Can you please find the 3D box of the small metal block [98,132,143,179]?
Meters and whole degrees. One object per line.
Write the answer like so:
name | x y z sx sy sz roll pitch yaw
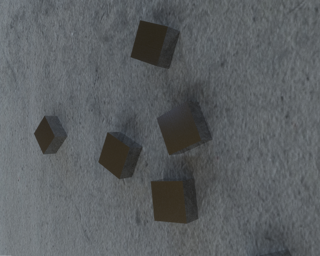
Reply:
small metal block | -0.059 0.039 0.451 0.050 0.025 0.050 31 109 35

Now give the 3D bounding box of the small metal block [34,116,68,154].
small metal block | -0.201 0.013 0.567 0.050 0.025 0.050 -49 62 28

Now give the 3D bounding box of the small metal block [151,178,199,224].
small metal block | 0.018 0.090 0.389 0.050 0.025 0.050 -9 84 39

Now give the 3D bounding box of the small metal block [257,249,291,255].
small metal block | 0.113 0.156 0.311 0.050 0.025 0.050 -32 71 35

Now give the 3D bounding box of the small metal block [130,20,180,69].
small metal block | -0.007 -0.110 0.409 0.050 0.025 0.050 27 107 36

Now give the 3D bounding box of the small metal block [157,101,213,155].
small metal block | 0.029 0.001 0.379 0.050 0.025 0.050 -29 72 36
